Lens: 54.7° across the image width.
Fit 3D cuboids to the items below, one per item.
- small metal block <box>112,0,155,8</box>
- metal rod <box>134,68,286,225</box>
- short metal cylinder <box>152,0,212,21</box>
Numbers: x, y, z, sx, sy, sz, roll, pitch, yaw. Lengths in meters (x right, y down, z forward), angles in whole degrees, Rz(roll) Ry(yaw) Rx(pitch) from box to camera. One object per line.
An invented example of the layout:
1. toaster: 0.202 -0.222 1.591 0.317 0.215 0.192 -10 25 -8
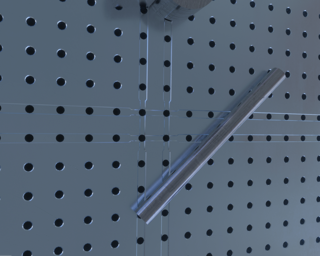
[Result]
1. small metal block: -0.031 -0.173 0.388 0.050 0.050 0.025 -10 94 -20
2. metal rod: 0.080 0.017 0.443 0.301 0.025 0.025 -44 104 -15
3. short metal cylinder: 0.029 -0.189 0.410 0.081 0.050 0.079 0 91 -20
